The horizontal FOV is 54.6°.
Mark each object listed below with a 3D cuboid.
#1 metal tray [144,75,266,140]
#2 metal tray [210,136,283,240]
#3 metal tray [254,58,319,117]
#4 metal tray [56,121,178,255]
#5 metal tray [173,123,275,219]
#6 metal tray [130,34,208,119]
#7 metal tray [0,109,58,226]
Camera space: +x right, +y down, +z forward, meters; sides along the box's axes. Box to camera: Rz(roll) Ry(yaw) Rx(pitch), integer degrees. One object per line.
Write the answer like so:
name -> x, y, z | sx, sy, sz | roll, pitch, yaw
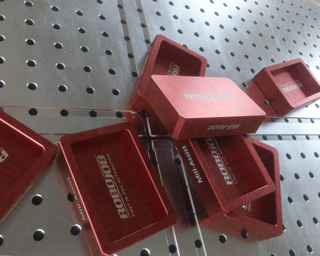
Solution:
metal tray -> 0.057, -0.029, 0.393 | 0.131, 0.030, 0.090 | -3, 41, -30
metal tray -> 0.119, 0.073, 0.422 | 0.090, 0.030, 0.130 | 22, 53, -15
metal tray -> 0.248, -0.080, 0.585 | 0.131, 0.030, 0.090 | -19, 72, -35
metal tray -> -0.049, 0.062, 0.340 | 0.091, 0.030, 0.130 | -15, 69, -34
metal tray -> 0.074, 0.034, 0.384 | 0.091, 0.030, 0.130 | -12, 68, -33
metal tray -> 0.017, -0.070, 0.455 | 0.090, 0.030, 0.130 | 24, 53, -13
metal tray -> -0.171, 0.046, 0.284 | 0.090, 0.030, 0.130 | 34, 51, -6
